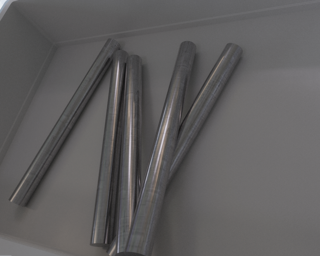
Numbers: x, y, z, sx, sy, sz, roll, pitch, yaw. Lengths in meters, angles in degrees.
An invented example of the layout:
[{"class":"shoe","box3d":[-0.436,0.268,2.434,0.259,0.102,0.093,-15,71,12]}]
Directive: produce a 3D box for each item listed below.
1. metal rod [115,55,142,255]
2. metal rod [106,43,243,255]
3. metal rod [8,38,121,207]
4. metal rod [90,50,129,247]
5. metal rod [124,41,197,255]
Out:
[{"class":"metal rod","box3d":[-0.036,0.009,0.399,0.025,0.025,0.300,-18,48,18]},{"class":"metal rod","box3d":[0.026,0.018,0.380,0.025,0.025,0.300,20,72,35]},{"class":"metal rod","box3d":[-0.143,-0.019,0.492,0.025,0.025,0.300,14,69,34]},{"class":"metal rod","box3d":[-0.066,0.007,0.435,0.025,0.025,0.299,-13,56,21]},{"class":"metal rod","box3d":[0.010,-0.001,0.370,0.025,0.025,0.300,-5,50,25]}]
